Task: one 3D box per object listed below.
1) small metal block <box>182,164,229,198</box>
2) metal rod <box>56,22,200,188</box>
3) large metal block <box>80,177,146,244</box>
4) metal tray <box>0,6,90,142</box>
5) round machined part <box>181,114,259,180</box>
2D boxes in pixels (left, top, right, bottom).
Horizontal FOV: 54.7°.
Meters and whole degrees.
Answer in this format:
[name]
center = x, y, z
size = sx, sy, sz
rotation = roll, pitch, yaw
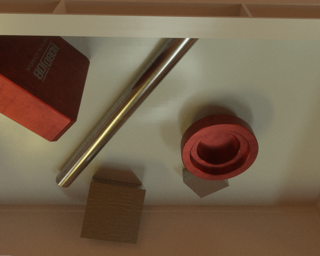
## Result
[small metal block]
center = 0.070, 0.076, 0.475
size = 0.050, 0.025, 0.050
rotation = -30, 125, 23
[metal rod]
center = -0.058, -0.011, 0.399
size = 0.025, 0.025, 0.299
rotation = 30, 124, -23
[large metal block]
center = -0.071, 0.123, 0.470
size = 0.081, 0.050, 0.080
rotation = 11, 88, -9
[metal tray]
center = -0.116, -0.056, 0.289
size = 0.090, 0.130, 0.030
rotation = 37, 114, -27
[round machined part]
center = 0.077, 0.021, 0.414
size = 0.099, 0.042, 0.097
rotation = -1, 126, -1
